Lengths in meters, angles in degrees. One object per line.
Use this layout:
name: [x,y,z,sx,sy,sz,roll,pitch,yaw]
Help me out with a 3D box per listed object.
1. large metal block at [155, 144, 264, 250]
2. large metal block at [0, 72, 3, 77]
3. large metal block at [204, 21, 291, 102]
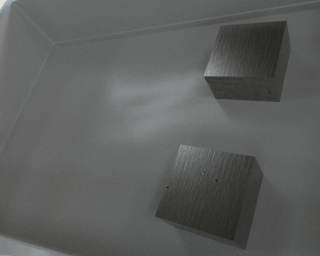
large metal block: [0.053,0.069,0.319,0.080,0.050,0.080,8,66,31]
large metal block: [-0.405,-0.106,0.671,0.080,0.050,0.080,18,71,35]
large metal block: [0.110,-0.081,0.382,0.080,0.050,0.080,6,65,31]
